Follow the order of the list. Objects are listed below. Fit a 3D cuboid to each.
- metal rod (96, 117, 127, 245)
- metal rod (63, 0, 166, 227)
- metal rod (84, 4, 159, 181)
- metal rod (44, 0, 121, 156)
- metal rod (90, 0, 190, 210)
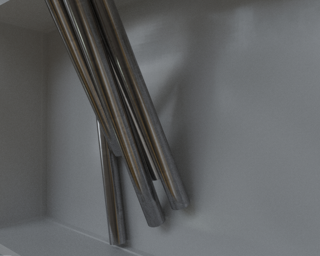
[{"bbox_3d":[-0.081,0.022,0.473,0.025,0.025,0.298,-13,82,39],"label":"metal rod"},{"bbox_3d":[-0.048,-0.010,0.364,0.025,0.025,0.298,-1,115,40],"label":"metal rod"},{"bbox_3d":[-0.056,-0.070,0.370,0.025,0.025,0.299,-9,111,40],"label":"metal rod"},{"bbox_3d":[-0.097,-0.087,0.381,0.025,0.025,0.298,12,132,39],"label":"metal rod"},{"bbox_3d":[-0.026,-0.040,0.355,0.025,0.025,0.299,-10,106,39],"label":"metal rod"}]
